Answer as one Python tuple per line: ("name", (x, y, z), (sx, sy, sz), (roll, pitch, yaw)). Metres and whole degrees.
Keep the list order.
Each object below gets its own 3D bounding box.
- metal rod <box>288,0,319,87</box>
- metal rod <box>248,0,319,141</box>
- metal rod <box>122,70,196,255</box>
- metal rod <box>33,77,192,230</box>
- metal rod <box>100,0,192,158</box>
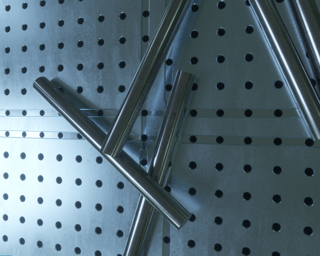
("metal rod", (0.186, -0.068, 0.347), (0.025, 0.025, 0.299), (-19, 84, 19))
("metal rod", (0.130, -0.128, 0.366), (0.025, 0.025, 0.299), (-24, 82, 18))
("metal rod", (-0.008, 0.071, 0.414), (0.025, 0.025, 0.298), (18, 96, 18))
("metal rod", (-0.077, 0.022, 0.420), (0.300, 0.025, 0.025), (40, 103, 22))
("metal rod", (0.000, -0.103, 0.389), (0.025, 0.025, 0.299), (25, 89, 18))
